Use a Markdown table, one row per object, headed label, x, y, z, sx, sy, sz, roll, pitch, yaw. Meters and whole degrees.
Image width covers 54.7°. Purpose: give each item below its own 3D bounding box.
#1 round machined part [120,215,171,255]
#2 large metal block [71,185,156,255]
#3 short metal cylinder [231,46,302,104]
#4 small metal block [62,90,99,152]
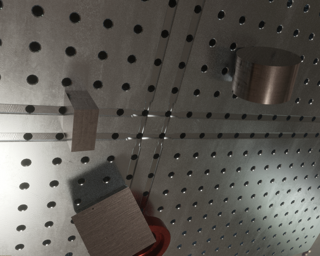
| label | x | y | z | sx | sy | sz | roll | pitch | yaw |
| --- | --- | --- | --- | --- | --- | --- | --- | --- | --- |
| round machined part | -0.036 | 0.177 | 0.492 | 0.099 | 0.042 | 0.097 | -14 | 125 | -21 |
| large metal block | -0.062 | 0.132 | 0.419 | 0.080 | 0.050 | 0.080 | -26 | 89 | -12 |
| short metal cylinder | 0.138 | -0.072 | 0.409 | 0.081 | 0.080 | 0.050 | -13 | 124 | -22 |
| small metal block | -0.089 | -0.009 | 0.342 | 0.025 | 0.050 | 0.050 | -3 | 120 | -28 |
